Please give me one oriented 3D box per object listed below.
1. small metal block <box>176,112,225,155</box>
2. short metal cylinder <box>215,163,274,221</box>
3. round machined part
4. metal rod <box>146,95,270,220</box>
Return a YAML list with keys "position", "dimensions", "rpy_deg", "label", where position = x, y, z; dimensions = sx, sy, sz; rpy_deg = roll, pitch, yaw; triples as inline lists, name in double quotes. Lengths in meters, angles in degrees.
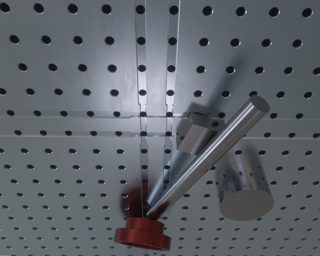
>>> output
- position: [0.056, 0.011, 0.422]
  dimensions: [0.050, 0.025, 0.050]
  rpy_deg: [17, 128, -15]
  label: "small metal block"
- position: [0.130, 0.101, 0.483]
  dimensions: [0.081, 0.050, 0.079]
  rpy_deg: [0, 130, 0]
  label: "short metal cylinder"
- position: [-0.028, 0.185, 0.542]
  dimensions: [0.099, 0.042, 0.098]
  rpy_deg: [8, 154, 4]
  label: "round machined part"
- position: [0.048, 0.062, 0.436]
  dimensions: [0.025, 0.025, 0.298]
  rpy_deg: [18, 136, -15]
  label: "metal rod"
